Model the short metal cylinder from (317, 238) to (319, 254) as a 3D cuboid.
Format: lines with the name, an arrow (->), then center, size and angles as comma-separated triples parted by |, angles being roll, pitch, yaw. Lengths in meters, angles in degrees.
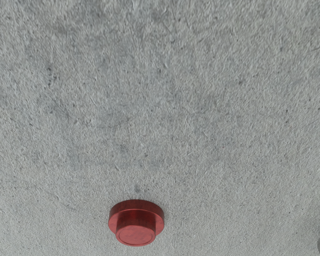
short metal cylinder -> 0.338, 0.218, 0.561 | 0.081, 0.080, 0.050 | 12, 129, -10

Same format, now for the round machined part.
round machined part -> -0.041, 0.171, 0.542 | 0.099, 0.042, 0.097 | 0, 130, 0
